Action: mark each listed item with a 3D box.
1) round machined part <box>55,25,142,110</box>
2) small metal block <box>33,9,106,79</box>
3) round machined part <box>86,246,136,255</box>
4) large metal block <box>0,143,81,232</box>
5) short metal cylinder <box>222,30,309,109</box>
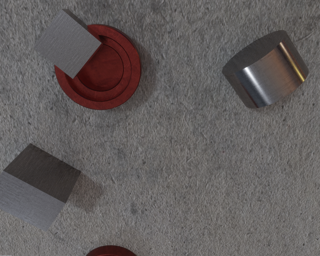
[{"bbox_3d":[-0.071,-0.074,0.373,0.099,0.042,0.097,0,110,-1],"label":"round machined part"},{"bbox_3d":[-0.096,-0.090,0.331,0.050,0.025,0.050,39,105,-14],"label":"small metal block"},{"bbox_3d":[-0.079,0.239,0.488,0.099,0.042,0.097,0,110,-1],"label":"round machined part"},{"bbox_3d":[-0.160,0.075,0.406,0.080,0.080,0.050,32,107,-12],"label":"large metal block"},{"bbox_3d":[0.120,-0.067,0.357,0.080,0.080,0.050,-35,107,12],"label":"short metal cylinder"}]
